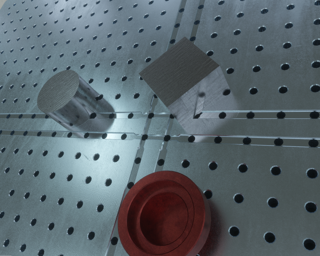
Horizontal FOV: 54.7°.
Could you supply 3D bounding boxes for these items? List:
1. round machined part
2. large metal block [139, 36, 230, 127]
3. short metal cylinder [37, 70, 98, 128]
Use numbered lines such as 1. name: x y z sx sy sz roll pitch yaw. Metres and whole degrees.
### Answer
1. round machined part: 0.008 0.099 0.333 0.098 0.042 0.098 -13 56 21
2. large metal block: 0.032 -0.062 0.414 0.080 0.050 0.080 -39 51 2
3. short metal cylinder: -0.148 -0.046 0.498 0.080 0.050 0.080 -13 56 21
